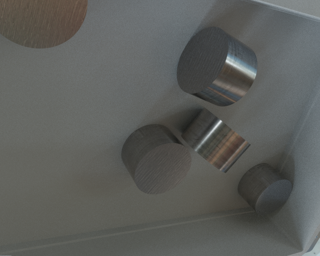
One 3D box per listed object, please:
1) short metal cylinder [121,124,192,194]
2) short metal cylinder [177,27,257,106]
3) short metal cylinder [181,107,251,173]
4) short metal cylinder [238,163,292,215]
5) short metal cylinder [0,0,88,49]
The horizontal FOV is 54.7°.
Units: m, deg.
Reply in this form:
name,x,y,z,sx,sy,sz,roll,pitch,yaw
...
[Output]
name,x,y,z,sx,sy,sz,roll,pitch,yaw
short metal cylinder,-0.005,0.041,0.415,0.081,0.050,0.079,-14,124,-21
short metal cylinder,0.065,-0.071,0.365,0.050,0.080,0.080,18,109,-35
short metal cylinder,0.076,0.016,0.424,0.080,0.080,0.050,33,100,-38
short metal cylinder,0.190,0.111,0.565,0.081,0.050,0.079,-14,124,-21
short metal cylinder,-0.108,-0.114,0.263,0.081,0.050,0.079,-14,124,-21
